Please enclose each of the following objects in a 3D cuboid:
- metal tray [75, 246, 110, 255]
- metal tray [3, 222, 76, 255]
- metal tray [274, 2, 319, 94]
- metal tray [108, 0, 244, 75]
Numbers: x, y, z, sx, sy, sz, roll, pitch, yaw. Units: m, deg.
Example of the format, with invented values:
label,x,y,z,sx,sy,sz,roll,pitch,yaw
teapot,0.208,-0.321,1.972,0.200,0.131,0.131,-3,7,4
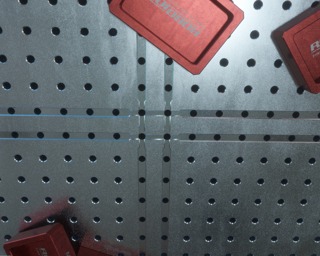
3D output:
label,x,y,z,sx,sy,sz,roll,pitch,yaw
metal tray,-0.089,0.253,0.502,0.131,0.030,0.089,22,108,-8
metal tray,-0.166,0.214,0.462,0.090,0.030,0.129,-19,97,19
metal tray,0.218,-0.113,0.372,0.130,0.030,0.090,-32,107,10
metal tray,0.019,-0.135,0.361,0.130,0.030,0.090,35,106,-13
